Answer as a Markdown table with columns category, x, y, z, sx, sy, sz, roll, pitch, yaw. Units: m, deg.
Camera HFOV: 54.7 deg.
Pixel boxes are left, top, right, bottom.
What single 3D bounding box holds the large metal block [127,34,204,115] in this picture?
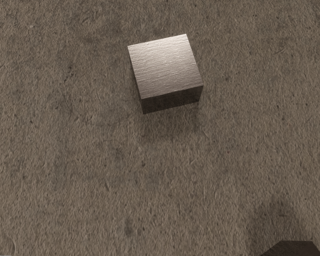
| category | x | y | z | sx | sy | sz | roll | pitch | yaw |
| --- | --- | --- | --- | --- | --- | --- | --- | --- | --- |
| large metal block | 0.006 | -0.072 | 0.421 | 0.081 | 0.050 | 0.080 | -13 | 71 | -5 |

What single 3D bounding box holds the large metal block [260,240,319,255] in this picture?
| category | x | y | z | sx | sy | sz | roll | pitch | yaw |
| --- | --- | --- | --- | --- | --- | --- | --- | --- | --- |
| large metal block | 0.146 | 0.167 | 0.320 | 0.050 | 0.080 | 0.080 | -31 | 73 | -11 |
